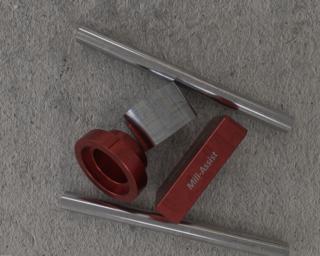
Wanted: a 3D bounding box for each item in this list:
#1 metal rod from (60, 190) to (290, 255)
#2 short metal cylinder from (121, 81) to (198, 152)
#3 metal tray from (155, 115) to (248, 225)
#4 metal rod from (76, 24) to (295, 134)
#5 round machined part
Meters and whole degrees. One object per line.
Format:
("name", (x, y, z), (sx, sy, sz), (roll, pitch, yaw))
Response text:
("metal rod", (0.019, 0.129, 0.410), (0.302, 0.025, 0.025), (13, 90, 0))
("short metal cylinder", (-0.001, -0.014, 0.383), (0.080, 0.080, 0.050), (-35, 90, 0))
("metal tray", (0.045, 0.045, 0.377), (0.030, 0.090, 0.130), (37, 90, 0))
("metal rod", (0.033, -0.064, 0.410), (0.301, 0.025, 0.025), (24, 90, 0))
("round machined part", (-0.055, 0.041, 0.383), (0.098, 0.098, 0.042), (45, 52, 0))
